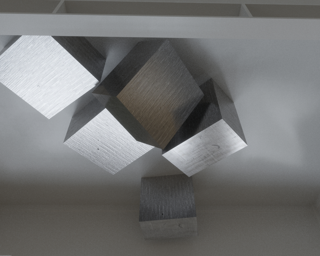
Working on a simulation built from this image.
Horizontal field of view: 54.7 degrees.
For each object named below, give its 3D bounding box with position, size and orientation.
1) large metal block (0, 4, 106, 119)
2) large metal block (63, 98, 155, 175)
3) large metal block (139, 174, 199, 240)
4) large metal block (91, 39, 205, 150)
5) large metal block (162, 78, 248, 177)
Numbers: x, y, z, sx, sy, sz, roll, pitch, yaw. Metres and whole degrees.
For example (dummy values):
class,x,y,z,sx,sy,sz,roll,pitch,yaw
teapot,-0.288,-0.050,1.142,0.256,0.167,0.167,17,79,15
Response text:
class,x,y,z,sx,sy,sz,roll,pitch,yaw
large metal block,-0.118,-0.068,0.333,0.080,0.050,0.080,-31,124,23
large metal block,-0.060,0.004,0.395,0.080,0.050,0.080,-36,122,26
large metal block,0.014,0.119,0.475,0.080,0.080,0.050,-6,130,5
large metal block,-0.010,-0.037,0.334,0.050,0.080,0.080,14,150,51
large metal block,0.049,-0.001,0.373,0.080,0.080,0.050,-33,123,24
